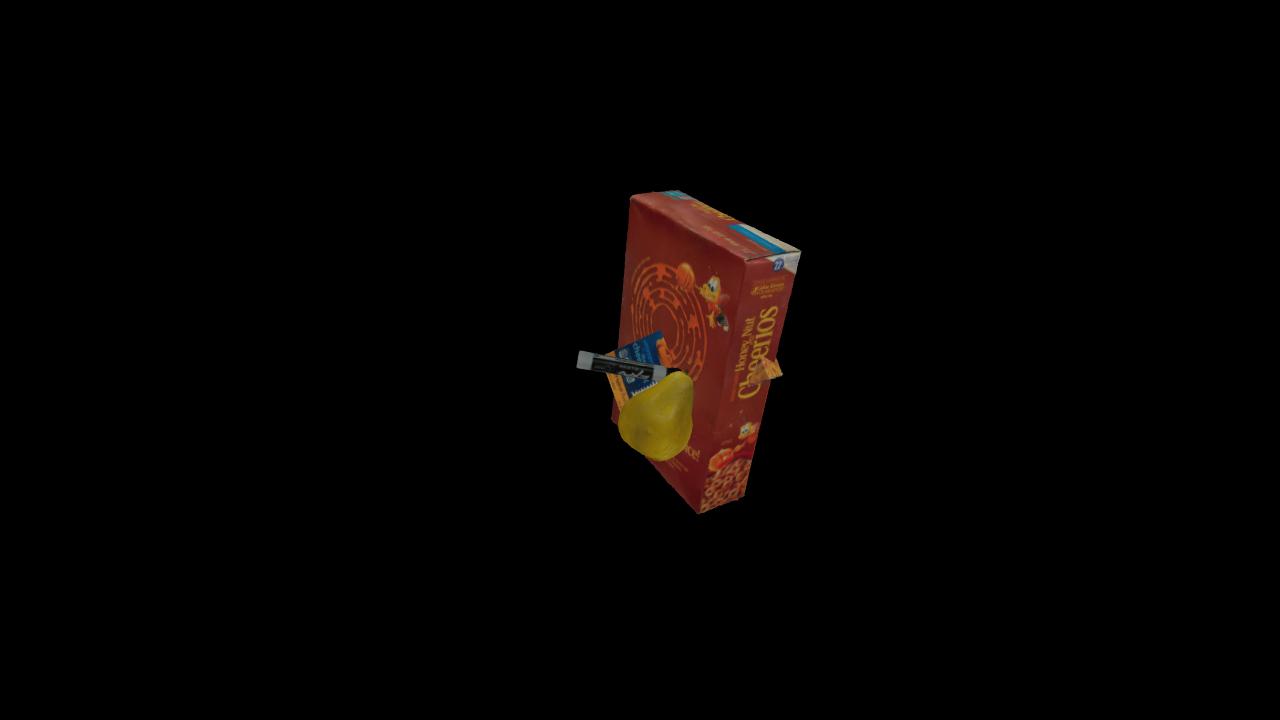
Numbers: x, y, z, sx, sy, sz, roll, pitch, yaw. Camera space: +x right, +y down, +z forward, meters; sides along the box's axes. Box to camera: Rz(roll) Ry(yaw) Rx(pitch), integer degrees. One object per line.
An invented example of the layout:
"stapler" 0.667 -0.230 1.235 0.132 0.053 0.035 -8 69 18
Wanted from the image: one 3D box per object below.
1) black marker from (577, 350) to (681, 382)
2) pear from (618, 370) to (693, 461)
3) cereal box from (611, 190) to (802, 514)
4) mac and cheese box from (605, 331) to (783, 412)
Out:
"black marker" -0.005 0.010 0.639 0.121 0.020 0.020 10 -1 -5
"pear" 0.028 0.047 0.639 0.080 0.111 0.080 35 -3 2
"cereal box" 0.056 -0.012 0.687 0.081 0.306 0.203 -12 34 -30
"mac and cheese box" 0.050 0.006 0.663 0.184 0.093 0.041 -24 -9 31
